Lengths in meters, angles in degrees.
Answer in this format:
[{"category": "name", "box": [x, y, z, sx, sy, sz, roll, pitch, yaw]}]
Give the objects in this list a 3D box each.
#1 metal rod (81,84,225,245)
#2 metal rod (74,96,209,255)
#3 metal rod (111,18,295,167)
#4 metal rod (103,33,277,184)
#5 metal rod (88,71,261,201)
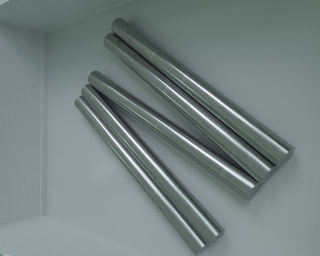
[{"category": "metal rod", "box": [-0.026, 0.032, 0.427, 0.300, 0.025, 0.025, 46, 117, 30]}, {"category": "metal rod", "box": [-0.040, 0.049, 0.438, 0.300, 0.025, 0.025, 46, 117, 30]}, {"category": "metal rod", "box": [0.031, -0.061, 0.380, 0.300, 0.025, 0.025, 44, 117, 31]}, {"category": "metal rod", "box": [0.018, -0.042, 0.390, 0.300, 0.025, 0.025, 44, 117, 31]}, {"category": "metal rod", "box": [-0.002, -0.007, 0.407, 0.300, 0.025, 0.025, 36, 112, 34]}]
